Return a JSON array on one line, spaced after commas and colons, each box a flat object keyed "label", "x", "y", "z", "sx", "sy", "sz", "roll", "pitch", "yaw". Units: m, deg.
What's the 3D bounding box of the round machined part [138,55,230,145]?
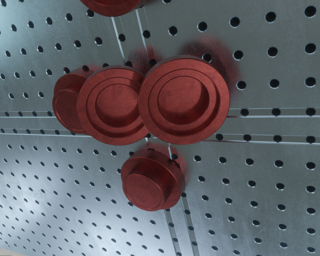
[{"label": "round machined part", "x": 0.025, "y": -0.033, "z": 0.349, "sx": 0.099, "sy": 0.042, "sz": 0.097, "roll": -1, "pitch": 113, "yaw": -2}]

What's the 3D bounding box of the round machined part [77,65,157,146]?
[{"label": "round machined part", "x": -0.051, "y": -0.031, "z": 0.388, "sx": 0.099, "sy": 0.042, "sz": 0.097, "roll": -3, "pitch": 112, "yaw": -7}]

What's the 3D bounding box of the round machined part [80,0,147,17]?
[{"label": "round machined part", "x": -0.046, "y": -0.169, "z": 0.319, "sx": 0.098, "sy": 0.042, "sz": 0.097, "roll": 13, "pitch": 124, "yaw": 20}]

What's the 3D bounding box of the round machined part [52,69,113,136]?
[{"label": "round machined part", "x": -0.111, "y": -0.030, "z": 0.438, "sx": 0.098, "sy": 0.042, "sz": 0.097, "roll": 13, "pitch": 124, "yaw": 20}]

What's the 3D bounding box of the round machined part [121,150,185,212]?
[{"label": "round machined part", "x": -0.016, "y": 0.084, "z": 0.459, "sx": 0.098, "sy": 0.042, "sz": 0.097, "roll": 13, "pitch": 124, "yaw": 20}]
